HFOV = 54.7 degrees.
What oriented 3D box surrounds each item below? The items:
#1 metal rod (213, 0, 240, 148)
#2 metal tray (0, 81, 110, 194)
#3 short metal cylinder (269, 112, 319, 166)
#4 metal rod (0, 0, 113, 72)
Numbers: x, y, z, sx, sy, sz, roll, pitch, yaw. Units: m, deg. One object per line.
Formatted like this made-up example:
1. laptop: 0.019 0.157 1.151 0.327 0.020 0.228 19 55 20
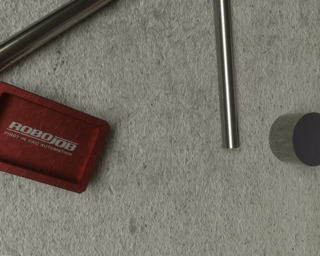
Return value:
1. metal rod: 0.093 -0.121 0.444 0.025 0.025 0.298 -5 92 -20
2. metal tray: -0.135 0.013 0.356 0.131 0.030 0.090 22 83 -19
3. short metal cylinder: 0.218 0.017 0.478 0.081 0.050 0.079 0 90 -21
4. metal rod: -0.114 -0.131 0.367 0.301 0.025 0.025 -40 103 -16
